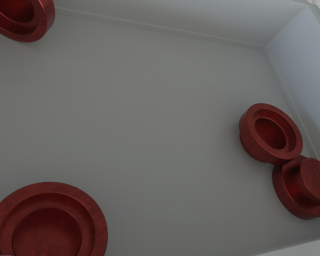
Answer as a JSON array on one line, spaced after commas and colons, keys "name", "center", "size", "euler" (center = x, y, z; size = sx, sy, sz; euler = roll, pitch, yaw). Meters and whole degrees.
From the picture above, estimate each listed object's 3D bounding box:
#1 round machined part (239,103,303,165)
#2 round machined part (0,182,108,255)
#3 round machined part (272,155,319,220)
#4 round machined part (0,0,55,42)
[{"name": "round machined part", "center": [0.162, 0.013, 0.470], "size": [0.099, 0.042, 0.098], "euler": [13, 52, -17]}, {"name": "round machined part", "center": [-0.099, 0.100, 0.272], "size": [0.099, 0.042, 0.098], "euler": [15, 45, -16]}, {"name": "round machined part", "center": [0.221, 0.083, 0.463], "size": [0.099, 0.042, 0.098], "euler": [14, 56, -21]}, {"name": "round machined part", "center": [-0.168, -0.153, 0.362], "size": [0.098, 0.097, 0.042], "euler": [28, 52, -11]}]
